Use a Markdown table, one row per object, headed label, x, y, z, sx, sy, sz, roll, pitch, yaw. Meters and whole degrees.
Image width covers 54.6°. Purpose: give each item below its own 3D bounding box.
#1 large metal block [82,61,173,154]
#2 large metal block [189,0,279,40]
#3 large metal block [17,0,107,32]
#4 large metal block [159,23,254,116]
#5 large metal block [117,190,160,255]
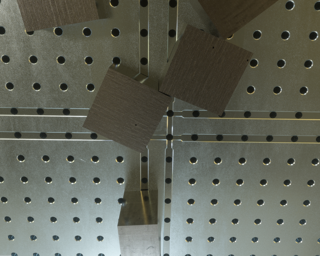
| label | x | y | z | sx | sy | sz | roll | pitch | yaw |
| --- | --- | --- | --- | --- | --- | --- | --- | --- | --- |
| large metal block | -0.039 | -0.027 | 0.390 | 0.080 | 0.050 | 0.080 | 25 | 108 | -9 |
| large metal block | 0.081 | -0.143 | 0.332 | 0.080 | 0.080 | 0.050 | -36 | 106 | 12 |
| large metal block | -0.111 | -0.155 | 0.342 | 0.080 | 0.050 | 0.080 | -9 | 110 | 3 |
| large metal block | 0.051 | -0.072 | 0.374 | 0.080 | 0.050 | 0.080 | 21 | 109 | -8 |
| large metal block | -0.026 | 0.144 | 0.437 | 0.050 | 0.080 | 0.080 | -3 | 110 | 1 |
